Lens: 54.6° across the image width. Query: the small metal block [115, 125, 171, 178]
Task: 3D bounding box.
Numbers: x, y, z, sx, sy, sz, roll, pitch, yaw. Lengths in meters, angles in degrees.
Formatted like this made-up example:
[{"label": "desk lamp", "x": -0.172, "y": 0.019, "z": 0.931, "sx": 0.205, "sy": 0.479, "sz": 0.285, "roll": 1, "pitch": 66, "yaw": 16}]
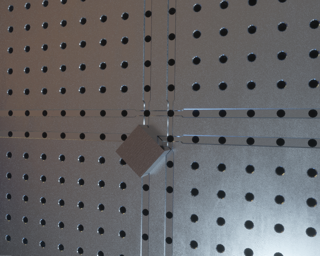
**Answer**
[{"label": "small metal block", "x": -0.023, "y": 0.031, "z": 0.421, "sx": 0.050, "sy": 0.025, "sz": 0.050, "roll": 45, "pitch": 104, "yaw": 14}]
